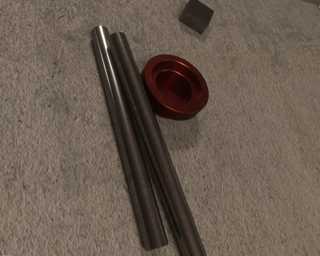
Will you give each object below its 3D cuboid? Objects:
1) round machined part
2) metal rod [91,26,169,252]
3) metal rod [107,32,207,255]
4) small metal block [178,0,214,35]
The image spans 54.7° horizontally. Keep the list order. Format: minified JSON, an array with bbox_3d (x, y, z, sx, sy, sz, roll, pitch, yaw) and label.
[{"bbox_3d":[0.016,-0.052,0.435,0.099,0.042,0.098,14,56,-21],"label":"round machined part"},{"bbox_3d":[-0.044,-0.005,0.384,0.025,0.025,0.299,-3,63,-30],"label":"metal rod"},{"bbox_3d":[-0.008,0.015,0.374,0.025,0.025,0.299,-10,72,-33],"label":"metal rod"},{"bbox_3d":[0.067,-0.207,0.568,0.050,0.025,0.050,30,52,-9],"label":"small metal block"}]
